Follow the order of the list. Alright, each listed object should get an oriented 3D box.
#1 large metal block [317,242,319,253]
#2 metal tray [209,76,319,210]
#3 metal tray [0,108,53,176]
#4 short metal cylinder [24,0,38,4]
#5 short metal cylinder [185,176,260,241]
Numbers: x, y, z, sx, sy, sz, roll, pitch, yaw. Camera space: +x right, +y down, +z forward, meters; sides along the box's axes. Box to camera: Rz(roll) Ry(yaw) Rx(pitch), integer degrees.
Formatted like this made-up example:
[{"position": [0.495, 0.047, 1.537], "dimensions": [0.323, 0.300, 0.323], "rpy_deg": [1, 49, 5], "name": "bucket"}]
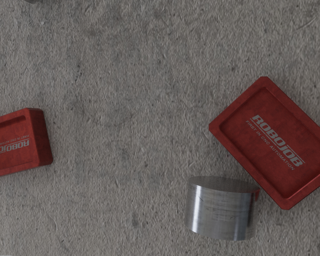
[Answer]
[{"position": [0.224, 0.118, 0.317], "dimensions": [0.080, 0.050, 0.080], "rpy_deg": [27, 99, 18], "name": "large metal block"}, {"position": [0.133, 0.016, 0.359], "dimensions": [0.090, 0.030, 0.130], "rpy_deg": [-44, 77, 14], "name": "metal tray"}, {"position": [-0.239, 0.027, 0.490], "dimensions": [0.130, 0.030, 0.090], "rpy_deg": [-15, 85, 19], "name": "metal tray"}, {"position": [-0.202, -0.230, 0.451], "dimensions": [0.050, 0.080, 0.080], "rpy_deg": [-44, 76, 15], "name": "short metal cylinder"}, {"position": [0.070, 0.088, 0.355], "dimensions": [0.080, 0.080, 0.050], "rpy_deg": [7, 93, 20], "name": "short metal cylinder"}]
